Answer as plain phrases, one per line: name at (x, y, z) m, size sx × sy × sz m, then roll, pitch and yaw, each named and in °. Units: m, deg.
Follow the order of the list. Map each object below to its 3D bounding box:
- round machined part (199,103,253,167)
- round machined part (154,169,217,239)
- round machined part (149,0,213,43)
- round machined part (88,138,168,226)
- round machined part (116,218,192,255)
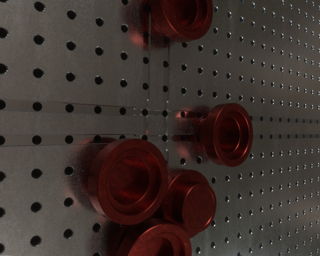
round machined part at (0.100, 0.010, 0.485) m, size 0.099 × 0.042 × 0.097 m, roll 0°, pitch 90°, yaw -40°
round machined part at (0.042, 0.108, 0.436) m, size 0.099 × 0.042 × 0.097 m, roll 0°, pitch 90°, yaw -40°
round machined part at (0.024, -0.165, 0.420) m, size 0.099 × 0.042 × 0.097 m, roll 0°, pitch 90°, yaw -40°
round machined part at (-0.041, 0.061, 0.366) m, size 0.099 × 0.042 × 0.097 m, roll 0°, pitch 90°, yaw -40°
round machined part at (-0.012, 0.159, 0.384) m, size 0.099 × 0.042 × 0.097 m, roll -4°, pitch 98°, yaw -33°
